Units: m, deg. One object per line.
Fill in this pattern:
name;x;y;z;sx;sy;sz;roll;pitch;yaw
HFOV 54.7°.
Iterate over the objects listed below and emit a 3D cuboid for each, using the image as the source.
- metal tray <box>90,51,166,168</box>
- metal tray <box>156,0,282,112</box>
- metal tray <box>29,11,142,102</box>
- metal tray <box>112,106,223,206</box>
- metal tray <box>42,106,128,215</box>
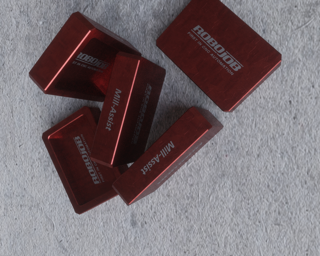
metal tray;-0.036;-0.021;0.387;0.030;0.090;0.129;17;96;19
metal tray;0.070;-0.094;0.382;0.090;0.030;0.130;-46;76;14
metal tray;-0.084;-0.079;0.383;0.030;0.130;0.090;45;104;14
metal tray;0.013;0.032;0.370;0.130;0.090;0.030;-45;76;14
metal tray;-0.103;0.045;0.442;0.090;0.030;0.130;-30;81;17
